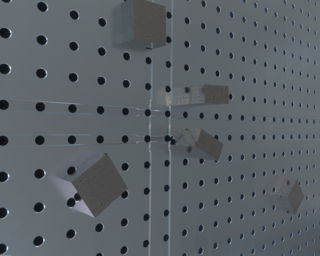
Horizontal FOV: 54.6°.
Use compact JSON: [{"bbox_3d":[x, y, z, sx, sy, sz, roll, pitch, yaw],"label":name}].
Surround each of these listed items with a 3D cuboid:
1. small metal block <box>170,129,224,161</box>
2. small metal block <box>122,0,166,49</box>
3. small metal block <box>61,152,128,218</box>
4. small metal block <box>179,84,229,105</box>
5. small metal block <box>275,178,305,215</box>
[{"bbox_3d":[0.051,0.023,0.435,0.050,0.050,0.025,32,70,-36],"label":"small metal block"},{"bbox_3d":[-0.020,-0.131,0.391,0.050,0.025,0.050,-2,91,-40],"label":"small metal block"},{"bbox_3d":[-0.072,0.063,0.348,0.050,0.025,0.050,-40,114,-33],"label":"small metal block"},{"bbox_3d":[0.062,-0.046,0.444,0.050,0.050,0.025,-2,92,-40],"label":"small metal block"},{"bbox_3d":[0.265,0.138,0.629,0.050,0.025,0.050,-44,117,-31],"label":"small metal block"}]
